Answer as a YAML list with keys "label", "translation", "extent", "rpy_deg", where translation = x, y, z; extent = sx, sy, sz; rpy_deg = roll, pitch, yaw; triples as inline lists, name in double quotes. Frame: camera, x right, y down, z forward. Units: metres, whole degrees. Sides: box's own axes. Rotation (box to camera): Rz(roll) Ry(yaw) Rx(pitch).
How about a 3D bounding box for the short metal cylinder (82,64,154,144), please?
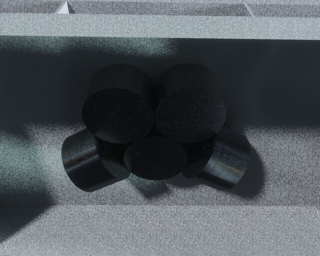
- label: "short metal cylinder"
  translation: [-0.047, -0.028, 0.367]
  extent: [0.081, 0.050, 0.079]
  rpy_deg: [0, 130, 0]

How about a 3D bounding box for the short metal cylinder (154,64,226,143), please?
- label: "short metal cylinder"
  translation: [0.034, -0.028, 0.367]
  extent: [0.081, 0.050, 0.079]
  rpy_deg: [0, 130, 0]

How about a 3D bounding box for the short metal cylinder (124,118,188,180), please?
- label: "short metal cylinder"
  translation: [-0.005, 0.024, 0.411]
  extent: [0.081, 0.050, 0.079]
  rpy_deg: [0, 130, 0]

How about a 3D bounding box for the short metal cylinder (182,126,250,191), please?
- label: "short metal cylinder"
  translation: [0.070, 0.035, 0.401]
  extent: [0.050, 0.080, 0.080]
  rpy_deg: [24, 126, -19]

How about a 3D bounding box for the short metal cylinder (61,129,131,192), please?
- label: "short metal cylinder"
  translation: [-0.080, 0.037, 0.402]
  extent: [0.050, 0.080, 0.080]
  rpy_deg: [-24, 126, 19]
